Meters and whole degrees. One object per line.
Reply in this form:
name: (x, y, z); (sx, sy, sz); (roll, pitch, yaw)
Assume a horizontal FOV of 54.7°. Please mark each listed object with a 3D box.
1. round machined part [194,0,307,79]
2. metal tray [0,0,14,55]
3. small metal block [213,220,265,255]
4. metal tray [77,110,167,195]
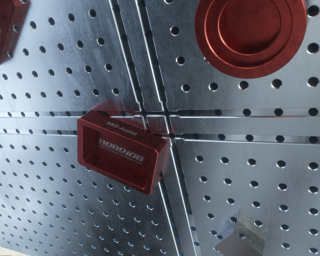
round machined part: (0.086, -0.100, 0.293); (0.098, 0.042, 0.097); (13, 124, 21)
metal tray: (-0.274, -0.157, 0.455); (0.090, 0.030, 0.129); (42, 129, -1)
small metal block: (0.116, 0.171, 0.456); (0.050, 0.025, 0.050); (37, 129, 3)
metal tray: (-0.061, 0.036, 0.462); (0.130, 0.030, 0.089); (21, 127, 15)
